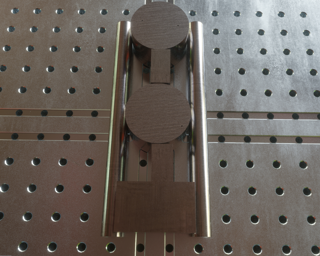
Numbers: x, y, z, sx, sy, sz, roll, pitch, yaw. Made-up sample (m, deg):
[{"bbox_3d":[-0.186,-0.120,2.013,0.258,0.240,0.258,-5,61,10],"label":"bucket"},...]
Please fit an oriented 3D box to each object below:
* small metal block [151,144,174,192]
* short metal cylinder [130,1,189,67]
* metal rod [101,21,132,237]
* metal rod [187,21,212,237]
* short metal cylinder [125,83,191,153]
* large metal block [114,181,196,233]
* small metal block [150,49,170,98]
[{"bbox_3d":[0.003,0.050,0.379,0.025,0.050,0.050,0,70,0],"label":"small metal block"},{"bbox_3d":[0.000,-0.133,0.446,0.081,0.050,0.080,0,70,0],"label":"short metal cylinder"},{"bbox_3d":[-0.055,-0.013,0.415,0.025,0.025,0.299,1,70,0],"label":"metal rod"},{"bbox_3d":[0.051,-0.012,0.415,0.025,0.025,0.299,1,70,0],"label":"metal rod"},{"bbox_3d":[-0.003,-0.011,0.402,0.081,0.050,0.080,0,70,0],"label":"short metal cylinder"},{"bbox_3d":[-0.005,0.092,0.349,0.080,0.080,0.050,1,70,0],"label":"large metal block"},{"bbox_3d":[0.001,-0.072,0.423,0.025,0.050,0.050,1,70,0],"label":"small metal block"}]
